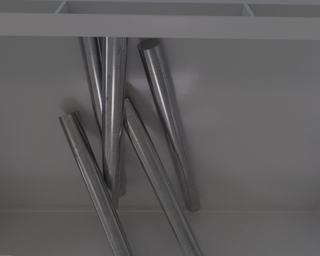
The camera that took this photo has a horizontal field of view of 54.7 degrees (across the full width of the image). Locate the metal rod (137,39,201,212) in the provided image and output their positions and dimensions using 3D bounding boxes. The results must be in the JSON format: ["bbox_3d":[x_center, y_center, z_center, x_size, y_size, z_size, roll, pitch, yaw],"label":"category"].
[{"bbox_3d":[0.022,0.021,0.426,0.025,0.025,0.299,-10,130,8],"label":"metal rod"}]

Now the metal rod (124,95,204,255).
[{"bbox_3d":[0.012,0.098,0.412,0.025,0.025,0.299,-20,103,16],"label":"metal rod"}]

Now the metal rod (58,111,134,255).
[{"bbox_3d":[-0.070,0.121,0.421,0.025,0.025,0.298,-17,100,13],"label":"metal rod"}]

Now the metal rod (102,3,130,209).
[{"bbox_3d":[-0.058,0.004,0.378,0.025,0.025,0.298,5,130,-5],"label":"metal rod"}]

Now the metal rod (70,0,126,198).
[{"bbox_3d":[-0.070,-0.012,0.397,0.025,0.025,0.298,-1,130,1],"label":"metal rod"}]
